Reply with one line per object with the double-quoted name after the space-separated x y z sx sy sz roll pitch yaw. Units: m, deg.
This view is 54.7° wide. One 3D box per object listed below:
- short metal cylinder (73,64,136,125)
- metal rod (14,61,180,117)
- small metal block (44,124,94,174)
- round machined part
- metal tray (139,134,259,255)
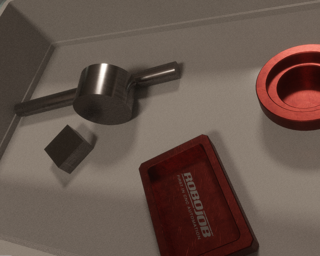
-0.076 -0.045 0.437 0.080 0.080 0.050 -8 58 23 "short metal cylinder"
-0.113 -0.057 0.497 0.301 0.025 0.025 -11 57 22 "metal rod"
-0.134 0.031 0.455 0.050 0.025 0.050 -48 52 -6 "small metal block"
0.158 -0.040 0.336 0.098 0.042 0.098 -13 56 20 "round machined part"
0.035 0.081 0.333 0.090 0.030 0.130 -27 53 11 "metal tray"
